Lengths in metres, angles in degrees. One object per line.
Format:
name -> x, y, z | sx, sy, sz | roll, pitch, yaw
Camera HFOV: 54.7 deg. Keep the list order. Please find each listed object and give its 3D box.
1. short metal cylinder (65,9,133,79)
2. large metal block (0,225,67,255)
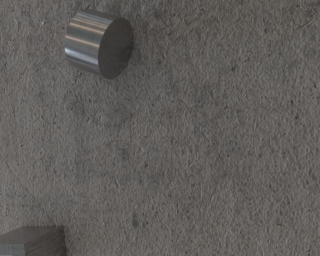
short metal cylinder -> -0.078, -0.110, 0.407 | 0.050, 0.080, 0.080 | 22, 97, 18
large metal block -> -0.196, 0.179, 0.449 | 0.080, 0.080, 0.050 | -8, 88, 20
